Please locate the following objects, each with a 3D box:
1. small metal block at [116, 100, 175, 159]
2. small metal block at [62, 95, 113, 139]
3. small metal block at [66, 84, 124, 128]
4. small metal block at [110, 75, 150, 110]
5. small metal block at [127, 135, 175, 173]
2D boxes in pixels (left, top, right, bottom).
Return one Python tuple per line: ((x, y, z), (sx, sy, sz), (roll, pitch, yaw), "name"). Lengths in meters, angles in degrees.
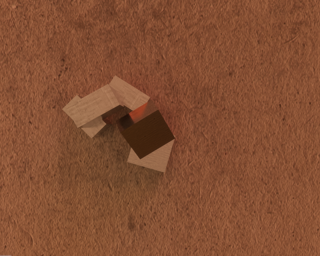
((-0.017, 0.002, 0.374), (0.050, 0.025, 0.050), (-31, 128, 0), "small metal block")
((-0.091, -0.014, 0.398), (0.025, 0.050, 0.050), (-45, 91, 0), "small metal block")
((-0.070, -0.023, 0.348), (0.050, 0.050, 0.025), (-29, 90, 0), "small metal block")
((-0.040, -0.040, 0.398), (0.050, 0.050, 0.025), (32, 90, -1), "small metal block")
((-0.011, 0.027, 0.411), (0.050, 0.025, 0.050), (16, 90, -1), "small metal block")
